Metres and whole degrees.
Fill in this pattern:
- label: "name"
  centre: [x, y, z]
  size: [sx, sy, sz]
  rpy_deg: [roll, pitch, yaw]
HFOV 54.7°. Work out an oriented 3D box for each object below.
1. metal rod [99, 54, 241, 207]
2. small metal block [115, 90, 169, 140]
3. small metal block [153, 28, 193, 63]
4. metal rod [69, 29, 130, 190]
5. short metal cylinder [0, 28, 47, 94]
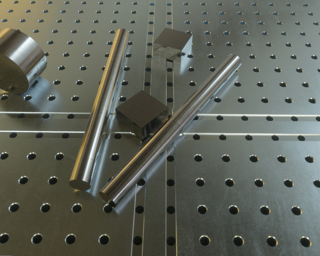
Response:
- label: "metal rod"
  centre: [0.031, -0.014, 0.419]
  size: [0.025, 0.025, 0.301]
  rpy_deg: [29, 56, 22]
- label: "small metal block"
  centre: [-0.024, -0.019, 0.423]
  size: [0.050, 0.025, 0.050]
  rpy_deg: [36, 59, 26]
- label: "small metal block"
  centre: [0.022, -0.142, 0.527]
  size: [0.050, 0.025, 0.050]
  rpy_deg: [19, 53, 15]
- label: "metal rod"
  centre: [-0.078, -0.049, 0.448]
  size: [0.025, 0.025, 0.300]
  rpy_deg: [4, 50, 3]
- label: "short metal cylinder"
  centre: [-0.215, -0.096, 0.451]
  size: [0.080, 0.080, 0.050]
  rpy_deg: [13, 51, 10]
